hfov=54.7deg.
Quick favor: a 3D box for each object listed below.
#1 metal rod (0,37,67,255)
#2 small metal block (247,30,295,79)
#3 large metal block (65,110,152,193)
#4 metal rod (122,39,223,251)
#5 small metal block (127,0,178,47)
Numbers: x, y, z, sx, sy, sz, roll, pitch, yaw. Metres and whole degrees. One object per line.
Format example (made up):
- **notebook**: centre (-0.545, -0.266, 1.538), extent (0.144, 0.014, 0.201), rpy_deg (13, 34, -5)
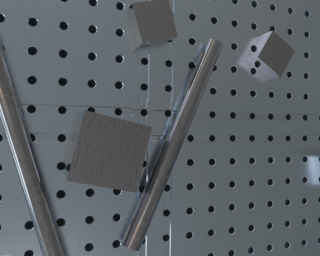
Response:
- **metal rod**: centre (-0.156, 0.033, 0.355), extent (0.025, 0.025, 0.298), rpy_deg (-17, 96, -19)
- **small metal block**: centre (0.171, -0.111, 0.476), extent (0.050, 0.025, 0.050), rpy_deg (34, 79, -17)
- **large metal block**: centre (-0.064, 0.028, 0.376), extent (0.081, 0.050, 0.080), rpy_deg (14, 85, -20)
- **metal rod**: centre (0.020, 0.016, 0.420), extent (0.025, 0.025, 0.299), rpy_deg (26, 81, -18)
- **small metal block**: centre (-0.010, -0.139, 0.409), extent (0.050, 0.025, 0.050), rpy_deg (-17, 96, -19)
